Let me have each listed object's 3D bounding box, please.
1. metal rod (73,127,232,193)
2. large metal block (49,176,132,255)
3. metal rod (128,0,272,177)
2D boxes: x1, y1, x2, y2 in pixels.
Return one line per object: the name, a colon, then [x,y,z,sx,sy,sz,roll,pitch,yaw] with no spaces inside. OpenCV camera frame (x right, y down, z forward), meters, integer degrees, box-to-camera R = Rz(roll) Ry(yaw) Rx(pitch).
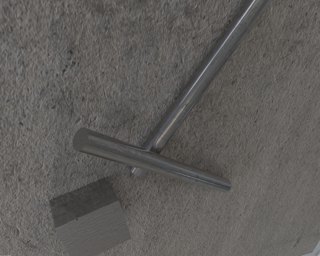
metal rod: [0.015,0.054,0.420,0.301,0.025,0.025,24,105,-46]
large metal block: [-0.092,0.124,0.417,0.081,0.050,0.080,-21,127,-16]
metal rod: [0.053,-0.060,0.398,0.025,0.025,0.299,27,103,-38]
